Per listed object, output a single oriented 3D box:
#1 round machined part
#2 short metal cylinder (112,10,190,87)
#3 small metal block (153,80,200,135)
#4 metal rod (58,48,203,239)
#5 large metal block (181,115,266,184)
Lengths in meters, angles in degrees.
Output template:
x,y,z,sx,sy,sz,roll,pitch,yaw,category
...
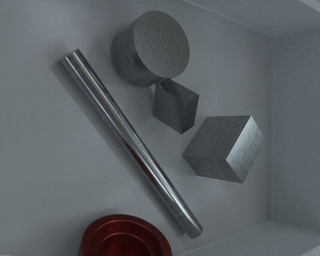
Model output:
x,y,z,sx,sy,sz,roll,pitch,yaw,category
-0.039,0.143,0.337,0.099,0.098,0.042,-2,120,-40,round machined part
-0.011,-0.094,0.376,0.081,0.050,0.080,6,79,-36,short metal cylinder
0.019,-0.028,0.396,0.025,0.050,0.050,-33,143,-36,small metal block
-0.023,0.037,0.389,0.025,0.025,0.299,-48,119,-29,metal rod
0.092,0.028,0.451,0.050,0.080,0.080,52,60,-28,large metal block
